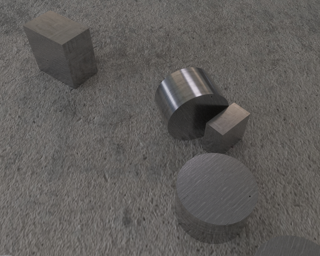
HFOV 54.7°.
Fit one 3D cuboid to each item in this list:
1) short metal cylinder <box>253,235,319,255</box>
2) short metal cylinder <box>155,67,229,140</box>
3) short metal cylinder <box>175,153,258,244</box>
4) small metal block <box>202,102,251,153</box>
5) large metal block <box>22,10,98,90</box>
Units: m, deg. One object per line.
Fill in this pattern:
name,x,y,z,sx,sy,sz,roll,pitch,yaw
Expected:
short metal cylinder,0.113,0.142,0.268,0.081,0.050,0.080,0,50,0
short metal cylinder,0.039,-0.029,0.392,0.081,0.080,0.050,-14,52,-12
short metal cylinder,0.057,0.073,0.326,0.081,0.050,0.080,0,50,0
small metal block,0.081,0.004,0.384,0.050,0.050,0.025,-34,58,-25
large metal block,-0.146,-0.117,0.465,0.080,0.080,0.050,29,56,22
